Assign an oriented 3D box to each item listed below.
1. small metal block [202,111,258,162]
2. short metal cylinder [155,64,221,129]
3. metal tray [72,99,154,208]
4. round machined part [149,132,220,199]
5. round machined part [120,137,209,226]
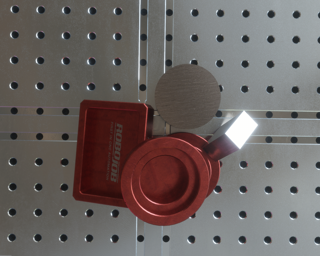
[{"bbox_3d":[0.088,0.011,0.392,0.025,0.050,0.050,47,55,0],"label":"small metal block"},{"bbox_3d":[0.034,-0.038,0.401,0.081,0.050,0.079,0,90,-1],"label":"short metal cylinder"},{"bbox_3d":[-0.060,0.031,0.399,0.090,0.030,0.129,5,90,14],"label":"metal tray"},{"bbox_3d":[0.030,0.054,0.404,0.099,0.042,0.097,0,90,-1],"label":"round machined part"},{"bbox_3d":[0.003,0.058,0.357,0.099,0.042,0.097,0,92,-11],"label":"round machined part"}]
